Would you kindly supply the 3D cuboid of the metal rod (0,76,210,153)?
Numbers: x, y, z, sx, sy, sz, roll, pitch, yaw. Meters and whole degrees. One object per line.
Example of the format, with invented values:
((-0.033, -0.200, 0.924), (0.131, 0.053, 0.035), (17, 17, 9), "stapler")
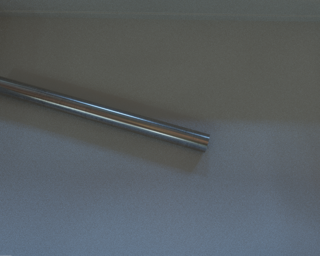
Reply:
((-0.083, -0.020, 0.415), (0.301, 0.025, 0.025), (16, 71, 5), "metal rod")
